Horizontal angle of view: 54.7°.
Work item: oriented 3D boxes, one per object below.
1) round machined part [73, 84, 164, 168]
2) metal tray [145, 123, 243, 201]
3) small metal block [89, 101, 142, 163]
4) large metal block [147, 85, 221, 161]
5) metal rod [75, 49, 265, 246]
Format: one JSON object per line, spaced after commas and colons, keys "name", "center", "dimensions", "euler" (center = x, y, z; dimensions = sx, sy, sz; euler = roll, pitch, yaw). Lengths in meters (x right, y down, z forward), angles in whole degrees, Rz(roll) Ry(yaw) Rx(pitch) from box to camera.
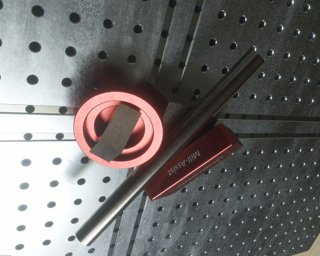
{"name": "round machined part", "center": [-0.045, -0.005, 0.357], "dimensions": [0.099, 0.042, 0.097], "euler": [0, 118, 0]}
{"name": "metal tray", "center": [0.046, 0.047, 0.421], "dimensions": [0.130, 0.030, 0.090], "euler": [-37, 163, 13]}
{"name": "small metal block", "center": [-0.049, 0.006, 0.337], "dimensions": [0.025, 0.050, 0.050], "euler": [31, 63, -13]}
{"name": "large metal block", "center": [0.019, -0.002, 0.405], "dimensions": [0.081, 0.050, 0.079], "euler": [9, 114, -33]}
{"name": "metal rod", "center": [0.009, 0.026, 0.369], "dimensions": [0.300, 0.025, 0.025], "euler": [-47, 130, 4]}
